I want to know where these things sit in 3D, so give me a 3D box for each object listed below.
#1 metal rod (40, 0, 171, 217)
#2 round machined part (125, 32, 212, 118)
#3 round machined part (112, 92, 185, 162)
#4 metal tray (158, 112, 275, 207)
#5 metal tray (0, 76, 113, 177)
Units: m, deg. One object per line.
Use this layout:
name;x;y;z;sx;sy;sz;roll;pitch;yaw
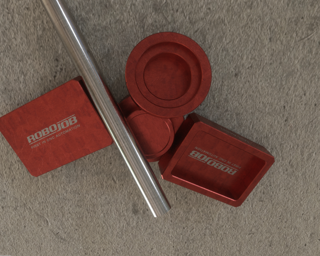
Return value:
metal rod;-0.065;-0.032;0.363;0.025;0.025;0.299;-26;95;9
round machined part;0.008;-0.060;0.368;0.099;0.042;0.097;0;88;-7
round machined part;-0.016;0.001;0.403;0.099;0.042;0.097;0;110;0
metal tray;0.075;0.046;0.414;0.131;0.030;0.090;25;108;-20
metal tray;-0.130;0.000;0.395;0.130;0.030;0.090;-23;106;17
